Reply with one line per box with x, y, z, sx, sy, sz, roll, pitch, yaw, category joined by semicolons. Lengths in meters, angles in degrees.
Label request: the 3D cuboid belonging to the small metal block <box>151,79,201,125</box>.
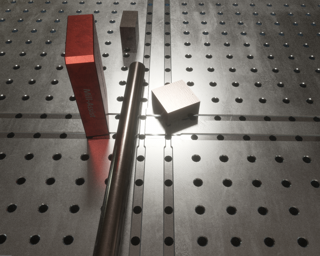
0.022;-0.037;0.439;0.050;0.025;0.050;-21;53;-17;small metal block

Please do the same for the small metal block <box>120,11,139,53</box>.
-0.051;-0.164;0.529;0.025;0.050;0.050;2;50;1;small metal block

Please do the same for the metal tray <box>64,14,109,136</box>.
-0.089;-0.063;0.391;0.030;0.129;0.090;-6;51;-6;metal tray

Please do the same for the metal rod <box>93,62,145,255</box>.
-0.044;0.020;0.389;0.025;0.025;0.300;3;50;2;metal rod
